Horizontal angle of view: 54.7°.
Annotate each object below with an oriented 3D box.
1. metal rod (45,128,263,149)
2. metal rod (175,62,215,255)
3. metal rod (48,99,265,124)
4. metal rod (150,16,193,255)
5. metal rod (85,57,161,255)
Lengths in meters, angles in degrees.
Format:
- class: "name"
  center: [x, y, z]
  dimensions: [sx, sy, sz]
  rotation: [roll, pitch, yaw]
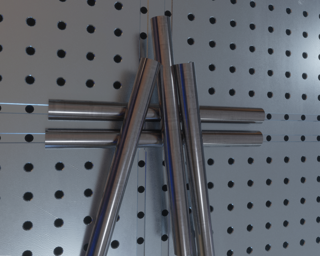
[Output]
- class: "metal rod"
  center: [0.007, 0.014, 0.417]
  dimensions: [0.303, 0.025, 0.025]
  rotation: [1, 90, -21]
- class: "metal rod"
  center: [0.050, 0.065, 0.412]
  dimensions: [0.025, 0.025, 0.298]
  rotation: [-11, 101, -20]
- class: "metal rod"
  center: [0.010, -0.020, 0.418]
  dimensions: [0.303, 0.025, 0.025]
  rotation: [1, 90, -21]
- class: "metal rod"
  center: [0.015, 0.012, 0.393]
  dimensions: [0.025, 0.025, 0.298]
  rotation: [-7, 93, -20]
- class: "metal rod"
  center: [-0.052, 0.063, 0.375]
  dimensions: [0.025, 0.025, 0.298]
  rotation: [15, 92, -20]
